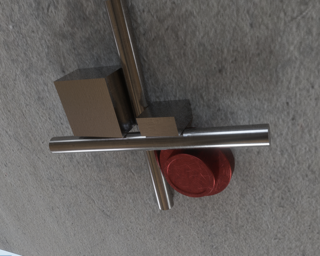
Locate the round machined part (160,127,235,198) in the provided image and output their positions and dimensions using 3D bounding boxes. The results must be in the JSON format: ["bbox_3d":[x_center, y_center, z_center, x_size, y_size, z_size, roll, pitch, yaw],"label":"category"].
[{"bbox_3d":[0.044,0.051,0.404,0.098,0.042,0.097,13,124,20],"label":"round machined part"}]

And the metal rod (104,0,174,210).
[{"bbox_3d":[-0.021,-0.013,0.409,0.025,0.025,0.298,1,119,27],"label":"metal rod"}]

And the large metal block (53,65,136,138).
[{"bbox_3d":[-0.080,-0.035,0.410,0.080,0.050,0.079,1,119,27],"label":"large metal block"}]

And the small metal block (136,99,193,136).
[{"bbox_3d":[0.007,-0.013,0.379,0.050,0.050,0.025,-1,118,28],"label":"small metal block"}]

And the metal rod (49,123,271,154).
[{"bbox_3d":[-0.019,0.016,0.395,0.301,0.025,0.025,-4,117,25],"label":"metal rod"}]
